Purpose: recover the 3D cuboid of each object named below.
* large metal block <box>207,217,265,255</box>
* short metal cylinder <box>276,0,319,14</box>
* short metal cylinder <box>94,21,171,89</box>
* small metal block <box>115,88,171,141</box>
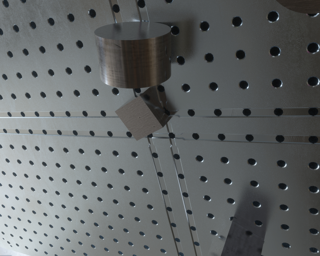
[{"bbox_3d":[0.100,0.190,0.440,0.050,0.080,0.079,30,128,9],"label":"large metal block"},{"bbox_3d":[0.126,-0.136,0.244,0.080,0.050,0.079,13,124,21],"label":"short metal cylinder"},{"bbox_3d":[-0.028,-0.082,0.340,0.080,0.080,0.050,12,124,21],"label":"short metal cylinder"},{"bbox_3d":[-0.023,-0.017,0.413,0.050,0.025,0.050,-27,104,37],"label":"small metal block"}]
